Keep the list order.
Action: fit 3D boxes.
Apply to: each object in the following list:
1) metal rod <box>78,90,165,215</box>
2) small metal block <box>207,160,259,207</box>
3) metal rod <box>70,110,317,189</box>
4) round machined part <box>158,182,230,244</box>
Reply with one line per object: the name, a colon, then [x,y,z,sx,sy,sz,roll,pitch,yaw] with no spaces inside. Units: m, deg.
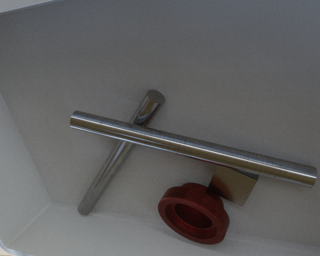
metal rod: [-0.072,0.055,0.478,0.025,0.025,0.298,38,129,2]
small metal block: [0.094,0.067,0.400,0.050,0.025,0.050,24,127,13]
metal rod: [0.030,0.023,0.382,0.301,0.025,0.025,13,124,12]
round machined part: [0.050,0.115,0.433,0.098,0.042,0.097,19,137,19]
